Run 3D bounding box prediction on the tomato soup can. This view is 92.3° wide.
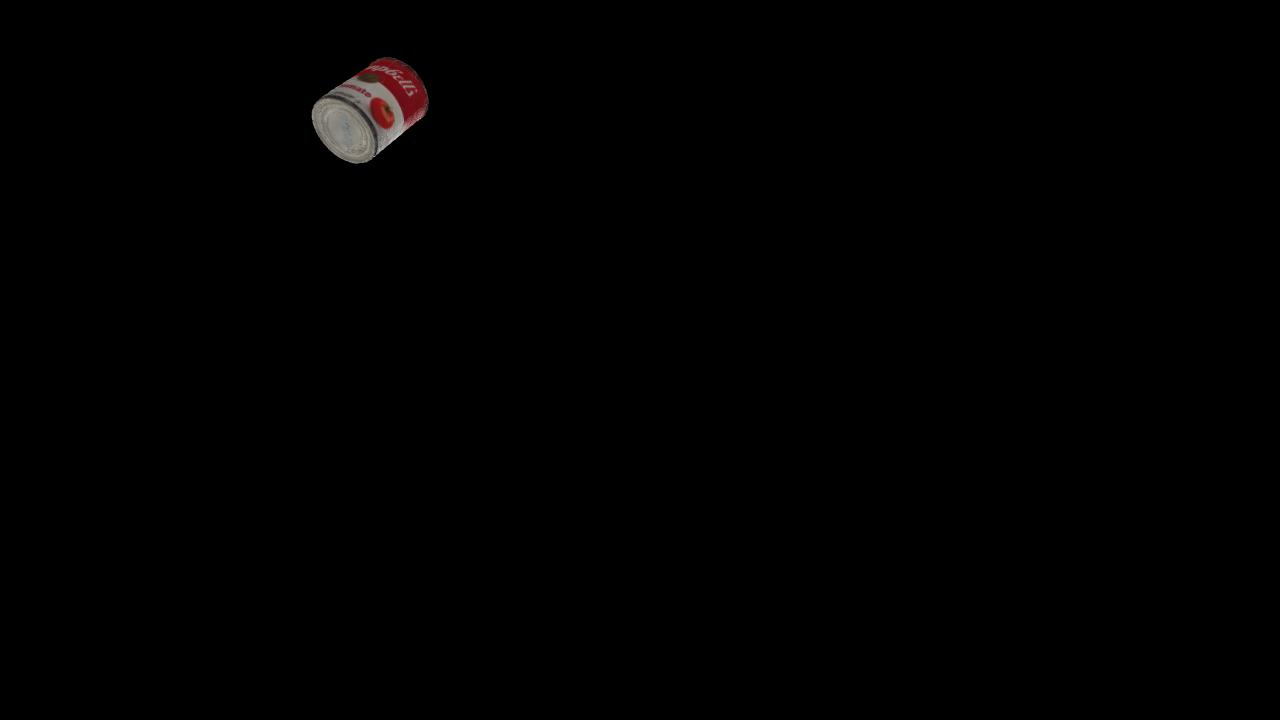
[{"bbox_3d":[-0.267,-0.249,0.614,0.068,0.068,0.101,0,44,22],"label":"tomato soup can"}]
